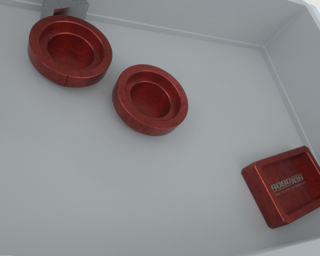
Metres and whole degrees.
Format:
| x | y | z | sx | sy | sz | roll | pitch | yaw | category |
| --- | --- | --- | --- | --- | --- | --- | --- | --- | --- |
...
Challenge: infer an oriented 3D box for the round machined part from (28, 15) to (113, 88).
| x | y | z | sx | sy | sz | roll | pitch | yaw | category |
| --- | --- | --- | --- | --- | --- | --- | --- | --- | --- |
| -0.113 | -0.090 | 0.390 | 0.099 | 0.042 | 0.098 | 14 | 56 | -21 | round machined part |

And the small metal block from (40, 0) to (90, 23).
| x | y | z | sx | sy | sz | roll | pitch | yaw | category |
| --- | --- | --- | --- | --- | --- | --- | --- | --- | --- |
| -0.128 | -0.152 | 0.414 | 0.050 | 0.050 | 0.025 | -27 | 77 | -37 | small metal block |

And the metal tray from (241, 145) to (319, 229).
| x | y | z | sx | sy | sz | roll | pitch | yaw | category |
| --- | --- | --- | --- | --- | --- | --- | --- | --- | --- |
| 0.192 | 0.083 | 0.457 | 0.131 | 0.030 | 0.090 | -11 | 67 | -33 | metal tray |

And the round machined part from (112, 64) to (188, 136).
| x | y | z | sx | sy | sz | roll | pitch | yaw | category |
| --- | --- | --- | --- | --- | --- | --- | --- | --- | --- |
| -0.016 | -0.032 | 0.407 | 0.099 | 0.042 | 0.098 | 14 | 56 | -21 | round machined part |
